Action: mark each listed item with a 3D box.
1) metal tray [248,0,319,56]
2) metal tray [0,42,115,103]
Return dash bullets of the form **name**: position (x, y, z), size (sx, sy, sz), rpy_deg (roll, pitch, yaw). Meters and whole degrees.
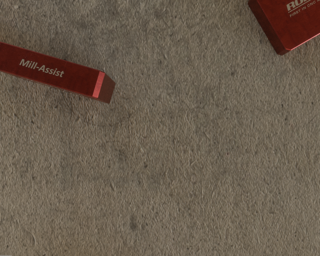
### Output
- **metal tray**: position (0.196, -0.167, 0.409), size (0.130, 0.030, 0.090), rpy_deg (-30, 90, 0)
- **metal tray**: position (-0.126, -0.064, 0.376), size (0.131, 0.090, 0.030), rpy_deg (16, 90, 0)
